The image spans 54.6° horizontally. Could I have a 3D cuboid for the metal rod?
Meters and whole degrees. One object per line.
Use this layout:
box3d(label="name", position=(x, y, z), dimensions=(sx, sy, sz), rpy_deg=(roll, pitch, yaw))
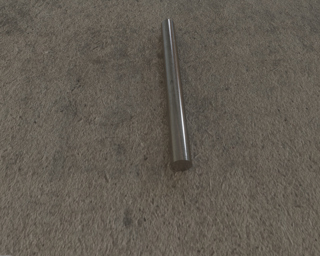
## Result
box3d(label="metal rod", position=(0.020, -0.070, 0.462), dimensions=(0.025, 0.025, 0.300), rpy_deg=(-2, 50, -1))
